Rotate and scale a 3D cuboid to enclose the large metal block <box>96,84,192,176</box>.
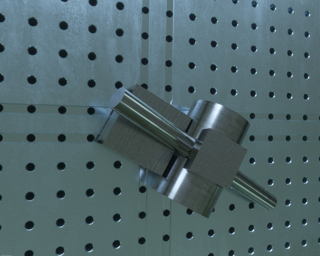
[{"bbox_3d":[-0.021,0.003,0.386,0.080,0.050,0.080,31,80,-18],"label":"large metal block"}]

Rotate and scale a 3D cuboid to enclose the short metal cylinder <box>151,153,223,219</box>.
[{"bbox_3d":[0.036,0.073,0.393,0.080,0.080,0.050,31,80,-18],"label":"short metal cylinder"}]

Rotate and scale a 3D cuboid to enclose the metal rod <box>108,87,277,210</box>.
[{"bbox_3d":[0.061,0.041,0.390,0.301,0.025,0.025,34,79,-33],"label":"metal rod"}]

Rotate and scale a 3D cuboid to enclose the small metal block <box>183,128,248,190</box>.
[{"bbox_3d":[0.062,0.035,0.348,0.050,0.025,0.050,29,80,-9],"label":"small metal block"}]

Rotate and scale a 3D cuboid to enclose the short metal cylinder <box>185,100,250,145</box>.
[{"bbox_3d":[0.070,0.004,0.406,0.080,0.080,0.050,29,81,-18],"label":"short metal cylinder"}]
